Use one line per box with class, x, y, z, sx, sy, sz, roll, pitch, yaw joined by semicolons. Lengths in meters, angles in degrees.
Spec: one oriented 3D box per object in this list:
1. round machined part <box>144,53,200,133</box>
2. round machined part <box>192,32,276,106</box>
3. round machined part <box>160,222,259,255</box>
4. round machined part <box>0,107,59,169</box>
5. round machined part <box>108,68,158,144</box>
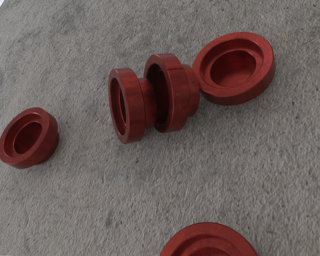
round machined part;0.015;-0.044;0.389;0.042;0.097;0.098;-9;49;-21
round machined part;0.093;-0.068;0.386;0.098;0.042;0.098;-13;56;21
round machined part;0.048;0.140;0.282;0.098;0.042;0.098;-13;56;21
round machined part;-0.199;0.019;0.486;0.098;0.042;0.098;-13;56;21
round machined part;-0.035;-0.030;0.407;0.042;0.097;0.098;-10;49;-20
